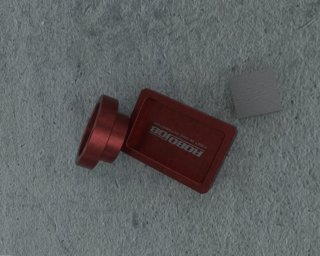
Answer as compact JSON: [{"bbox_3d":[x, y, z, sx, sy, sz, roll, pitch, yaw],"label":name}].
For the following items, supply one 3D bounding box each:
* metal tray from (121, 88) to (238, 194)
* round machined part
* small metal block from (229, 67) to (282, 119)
[{"bbox_3d":[0.021,0.014,0.398,0.130,0.030,0.090,26,98,18],"label":"metal tray"},{"bbox_3d":[-0.073,0.008,0.406,0.042,0.098,0.097,21,99,-18],"label":"round machined part"},{"bbox_3d":[0.114,-0.040,0.369,0.050,0.025,0.050,-13,86,19],"label":"small metal block"}]
